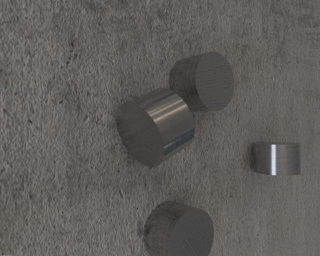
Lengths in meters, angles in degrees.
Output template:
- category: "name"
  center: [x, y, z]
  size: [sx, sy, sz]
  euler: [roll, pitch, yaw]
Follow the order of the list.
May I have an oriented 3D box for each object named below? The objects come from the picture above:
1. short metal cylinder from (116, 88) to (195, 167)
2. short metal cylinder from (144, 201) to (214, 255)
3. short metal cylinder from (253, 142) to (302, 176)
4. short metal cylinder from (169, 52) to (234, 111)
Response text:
- category: "short metal cylinder"
  center: [-0.006, -0.001, 0.364]
  size: [0.050, 0.080, 0.080]
  euler: [-29, 109, -36]
- category: "short metal cylinder"
  center: [0.026, 0.142, 0.410]
  size: [0.081, 0.050, 0.080]
  euler: [0, 90, -40]
- category: "short metal cylinder"
  center: [0.204, 0.051, 0.540]
  size: [0.081, 0.080, 0.050]
  euler: [-1, 91, -40]
- category: "short metal cylinder"
  center: [0.060, -0.063, 0.438]
  size: [0.081, 0.050, 0.080]
  euler: [0, 90, -40]
